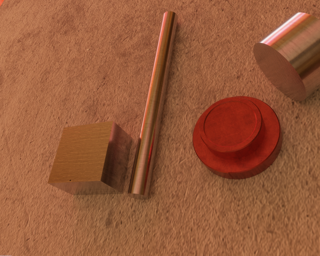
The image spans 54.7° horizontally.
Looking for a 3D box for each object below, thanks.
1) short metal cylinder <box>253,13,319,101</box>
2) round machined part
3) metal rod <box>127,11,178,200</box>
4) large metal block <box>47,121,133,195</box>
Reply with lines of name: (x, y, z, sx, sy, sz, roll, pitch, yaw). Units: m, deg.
short metal cylinder: (0.149, -0.076, 0.337, 0.050, 0.080, 0.080, -39, 51, 2)
round machined part: (0.083, 0.004, 0.347, 0.098, 0.042, 0.098, -13, 56, 21)
metal rod: (-0.005, -0.050, 0.436, 0.025, 0.025, 0.299, -5, 59, 26)
large metal block: (-0.090, 0.042, 0.409, 0.080, 0.050, 0.080, -7, 59, 24)
